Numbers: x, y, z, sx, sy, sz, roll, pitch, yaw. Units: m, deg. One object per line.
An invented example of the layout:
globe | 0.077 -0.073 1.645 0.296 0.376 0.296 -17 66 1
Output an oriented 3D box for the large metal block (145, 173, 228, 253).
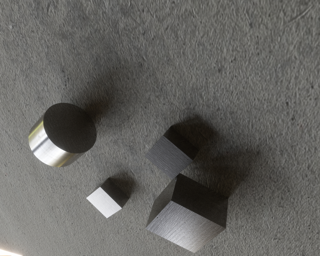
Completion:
large metal block | 0.038 0.120 0.434 0.080 0.050 0.079 29 129 -6

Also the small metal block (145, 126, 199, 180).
small metal block | 0.016 0.034 0.419 0.050 0.025 0.050 40 129 0

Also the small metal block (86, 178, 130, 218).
small metal block | -0.089 0.119 0.525 0.050 0.025 0.050 46 129 -5

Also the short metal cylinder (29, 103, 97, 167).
short metal cylinder | -0.140 0.010 0.449 0.080 0.080 0.050 49 128 -7
